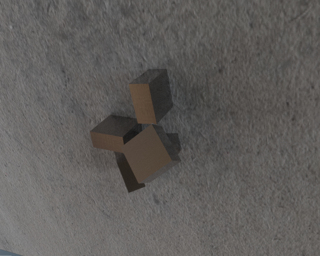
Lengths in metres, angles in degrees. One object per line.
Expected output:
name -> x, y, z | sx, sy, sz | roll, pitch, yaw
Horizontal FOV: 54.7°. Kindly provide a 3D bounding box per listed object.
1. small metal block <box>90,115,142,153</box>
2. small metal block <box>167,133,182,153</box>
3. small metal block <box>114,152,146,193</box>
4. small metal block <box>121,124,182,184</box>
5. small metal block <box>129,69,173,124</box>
small metal block -> -0.058, 0.007, 0.424 | 0.050, 0.050, 0.025 | 9, 122, 23
small metal block -> -0.006, 0.030, 0.411 | 0.050, 0.050, 0.025 | -1, 118, 28
small metal block -> -0.044, 0.056, 0.444 | 0.025, 0.050, 0.050 | -20, 114, -7
small metal block -> -0.011, 0.031, 0.368 | 0.050, 0.025, 0.050 | -37, 68, 19
small metal block -> -0.009, -0.038, 0.370 | 0.025, 0.050, 0.050 | 3, 120, 26
